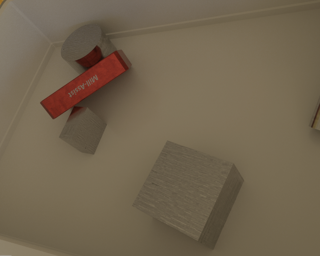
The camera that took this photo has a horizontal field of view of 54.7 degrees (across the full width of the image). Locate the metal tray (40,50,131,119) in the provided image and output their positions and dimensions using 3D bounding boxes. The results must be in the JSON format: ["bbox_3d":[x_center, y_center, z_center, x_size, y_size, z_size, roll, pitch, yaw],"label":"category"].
[{"bbox_3d":[-0.106,-0.069,0.467,0.130,0.030,0.090,-33,14,6],"label":"metal tray"}]

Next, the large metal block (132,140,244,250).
[{"bbox_3d":[0.031,0.069,0.330,0.080,0.050,0.080,18,71,34],"label":"large metal block"}]

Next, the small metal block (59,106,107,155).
[{"bbox_3d":[-0.108,0.004,0.442,0.025,0.050,0.050,6,65,31],"label":"small metal block"}]

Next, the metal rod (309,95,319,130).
[{"bbox_3d":[0.203,-0.139,0.287,0.025,0.025,0.298,24,106,36],"label":"metal rod"}]

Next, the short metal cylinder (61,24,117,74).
[{"bbox_3d":[-0.121,-0.130,0.531,0.080,0.050,0.080,-13,56,20],"label":"short metal cylinder"}]
